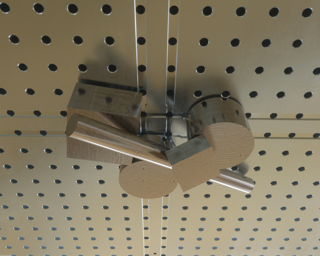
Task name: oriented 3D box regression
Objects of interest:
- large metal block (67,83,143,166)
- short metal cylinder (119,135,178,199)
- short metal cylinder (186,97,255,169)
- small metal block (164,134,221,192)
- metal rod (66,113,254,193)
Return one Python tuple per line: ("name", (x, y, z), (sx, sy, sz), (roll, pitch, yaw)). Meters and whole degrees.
("large metal block", (-0.069, -0.003, 0.385), (0.081, 0.050, 0.079), (8, 130, -7))
("short metal cylinder", (-0.015, 0.055, 0.437), (0.081, 0.050, 0.079), (0, 130, 0))
("short metal cylinder", (0.075, 0.008, 0.398), (0.081, 0.050, 0.079), (0, 130, 0))
("small metal block", (0.039, 0.042, 0.368), (0.050, 0.025, 0.050), (-25, 128, -3))
("metal rod", (0.025, 0.043, 0.398), (0.302, 0.025, 0.025), (22, 128, -36))
